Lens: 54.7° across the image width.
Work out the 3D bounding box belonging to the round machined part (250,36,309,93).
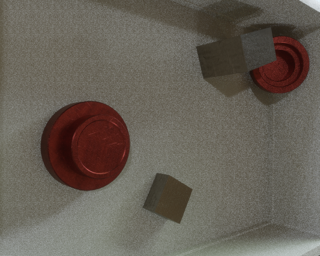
[{"bbox_3d":[0.208,-0.111,0.551,0.099,0.042,0.097,0,96,0],"label":"round machined part"}]

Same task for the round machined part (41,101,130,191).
[{"bbox_3d":[-0.072,0.019,0.336,0.099,0.042,0.097,0,90,-40],"label":"round machined part"}]

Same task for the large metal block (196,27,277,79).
[{"bbox_3d":[0.116,-0.113,0.471,0.081,0.080,0.050,-25,106,-38],"label":"large metal block"}]

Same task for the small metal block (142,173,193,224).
[{"bbox_3d":[0.011,0.095,0.419,0.050,0.025,0.050,36,68,-34],"label":"small metal block"}]
